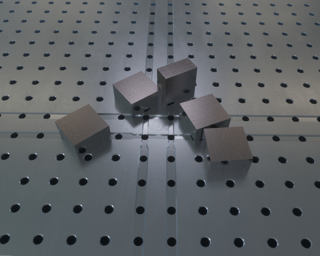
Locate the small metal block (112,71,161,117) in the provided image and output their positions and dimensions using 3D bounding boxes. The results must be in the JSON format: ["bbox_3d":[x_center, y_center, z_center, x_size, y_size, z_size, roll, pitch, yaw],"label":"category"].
[{"bbox_3d":[-0.033,-0.051,0.450,0.050,0.025,0.050,-29,56,-23],"label":"small metal block"}]

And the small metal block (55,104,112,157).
[{"bbox_3d":[-0.100,0.002,0.405,0.050,0.025,0.050,-32,57,-24],"label":"small metal block"}]

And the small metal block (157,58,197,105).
[{"bbox_3d":[0.024,-0.067,0.448,0.050,0.050,0.025,-23,54,-18],"label":"small metal block"}]

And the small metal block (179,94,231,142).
[{"bbox_3d":[0.060,-0.015,0.421,0.050,0.025,0.050,-18,52,-15],"label":"small metal block"}]

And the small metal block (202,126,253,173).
[{"bbox_3d":[0.082,0.026,0.386,0.050,0.025,0.050,-3,50,-3],"label":"small metal block"}]
